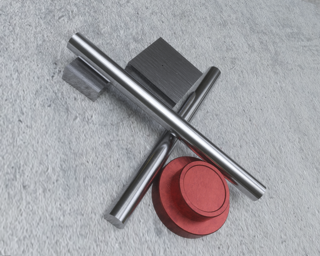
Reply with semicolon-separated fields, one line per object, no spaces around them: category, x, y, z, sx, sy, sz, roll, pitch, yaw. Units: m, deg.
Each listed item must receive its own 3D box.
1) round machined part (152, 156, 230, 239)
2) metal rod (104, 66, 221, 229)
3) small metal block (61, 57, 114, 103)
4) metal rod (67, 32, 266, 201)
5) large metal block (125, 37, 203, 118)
round machined part;0.043;0.078;0.371;0.099;0.042;0.098;14;56;-21
metal rod;0.021;0.003;0.418;0.025;0.025;0.301;38;51;-3
small metal block;-0.089;-0.069;0.401;0.050;0.025;0.050;37;51;-4
metal rod;0.009;-0.013;0.387;0.300;0.025;0.025;40;51;-2
large metal block;0.000;-0.068;0.434;0.080;0.050;0.080;41;51;-1
